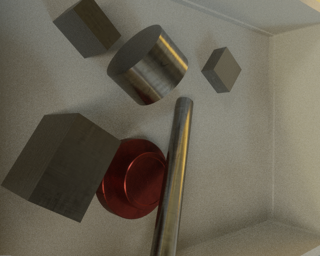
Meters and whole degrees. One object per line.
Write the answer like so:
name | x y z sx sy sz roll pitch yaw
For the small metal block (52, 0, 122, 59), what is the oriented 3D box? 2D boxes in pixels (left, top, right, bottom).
small metal block | -0.077 -0.105 0.327 0.050 0.050 0.025 50 60 -29

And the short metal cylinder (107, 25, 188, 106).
short metal cylinder | -0.015 -0.073 0.360 0.050 0.080 0.080 44 63 -32

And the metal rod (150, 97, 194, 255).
metal rod | 0.013 0.074 0.340 0.025 0.025 0.300 45 38 -31

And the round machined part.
round machined part | -0.026 0.062 0.376 0.099 0.042 0.097 0 90 -40

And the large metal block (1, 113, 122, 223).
large metal block | -0.094 0.034 0.293 0.050 0.080 0.080 38 66 -34

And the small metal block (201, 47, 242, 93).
small metal block | 0.098 -0.091 0.492 0.050 0.025 0.050 46 62 -31
